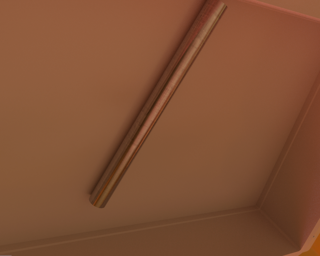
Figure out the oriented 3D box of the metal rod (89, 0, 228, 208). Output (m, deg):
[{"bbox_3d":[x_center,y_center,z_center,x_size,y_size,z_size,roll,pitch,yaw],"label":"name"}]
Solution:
[{"bbox_3d":[-0.009,-0.022,0.391,0.025,0.025,0.299,22,107,-37],"label":"metal rod"}]
